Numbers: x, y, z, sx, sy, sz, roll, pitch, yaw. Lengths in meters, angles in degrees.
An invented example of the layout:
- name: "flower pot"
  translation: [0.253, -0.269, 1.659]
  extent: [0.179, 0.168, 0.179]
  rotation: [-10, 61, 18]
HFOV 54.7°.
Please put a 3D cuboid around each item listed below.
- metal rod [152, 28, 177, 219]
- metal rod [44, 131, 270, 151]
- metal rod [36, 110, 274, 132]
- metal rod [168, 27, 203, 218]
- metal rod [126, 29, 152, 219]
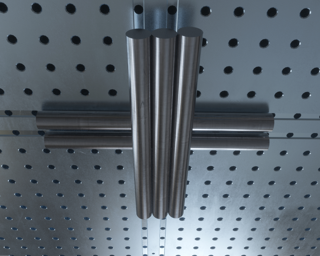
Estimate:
- name: "metal rod"
  translation: [0.002, 0.021, 0.397]
  extent: [0.025, 0.025, 0.298]
  rotation: [0, 130, -1]
- name: "metal rod"
  translation: [-0.003, 0.018, 0.427]
  extent: [0.302, 0.025, 0.025]
  rotation: [1, 130, -1]
- name: "metal rod"
  translation: [-0.005, -0.009, 0.404]
  extent: [0.302, 0.025, 0.025]
  rotation: [1, 130, -1]
- name: "metal rod"
  translation: [0.027, 0.020, 0.397]
  extent: [0.025, 0.025, 0.298]
  rotation: [0, 130, -1]
- name: "metal rod"
  translation: [-0.023, 0.022, 0.397]
  extent: [0.025, 0.025, 0.298]
  rotation: [0, 130, -1]
